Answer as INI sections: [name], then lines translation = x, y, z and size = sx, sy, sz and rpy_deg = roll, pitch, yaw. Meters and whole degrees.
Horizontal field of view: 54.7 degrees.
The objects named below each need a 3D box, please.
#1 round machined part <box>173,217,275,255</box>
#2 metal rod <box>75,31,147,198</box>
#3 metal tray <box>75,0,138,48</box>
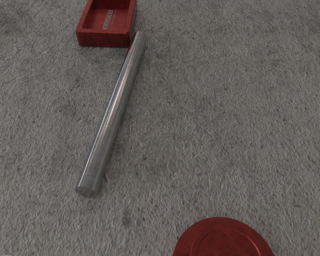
[round machined part]
translation = 0.060, 0.128, 0.285
size = 0.099, 0.042, 0.098
rpy_deg = 0, 50, 0
[metal rod]
translation = -0.058, -0.042, 0.438
size = 0.025, 0.025, 0.300
rpy_deg = 7, 50, 6
[metal tray]
translation = -0.093, -0.198, 0.565
size = 0.091, 0.030, 0.130
rpy_deg = 2, 50, 2
